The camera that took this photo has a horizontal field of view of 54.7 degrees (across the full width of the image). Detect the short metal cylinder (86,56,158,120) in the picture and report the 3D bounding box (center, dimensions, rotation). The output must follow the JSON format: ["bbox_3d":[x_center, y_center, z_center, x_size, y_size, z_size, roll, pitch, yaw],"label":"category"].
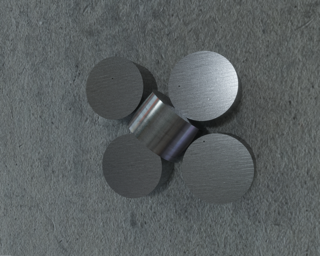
[{"bbox_3d":[-0.050,-0.050,0.412,0.080,0.050,0.079,0,90,19],"label":"short metal cylinder"}]

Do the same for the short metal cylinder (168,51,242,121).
[{"bbox_3d":[0.056,-0.048,0.375,0.080,0.050,0.079,0,90,19],"label":"short metal cylinder"}]

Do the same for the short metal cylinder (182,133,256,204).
[{"bbox_3d":[0.072,0.046,0.370,0.080,0.050,0.079,0,90,19],"label":"short metal cylinder"}]

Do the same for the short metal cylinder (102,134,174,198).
[{"bbox_3d":[-0.027,0.047,0.404,0.080,0.050,0.079,0,90,19],"label":"short metal cylinder"}]

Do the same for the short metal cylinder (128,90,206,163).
[{"bbox_3d":[0.008,-0.003,0.378,0.080,0.080,0.050,41,103,15],"label":"short metal cylinder"}]
